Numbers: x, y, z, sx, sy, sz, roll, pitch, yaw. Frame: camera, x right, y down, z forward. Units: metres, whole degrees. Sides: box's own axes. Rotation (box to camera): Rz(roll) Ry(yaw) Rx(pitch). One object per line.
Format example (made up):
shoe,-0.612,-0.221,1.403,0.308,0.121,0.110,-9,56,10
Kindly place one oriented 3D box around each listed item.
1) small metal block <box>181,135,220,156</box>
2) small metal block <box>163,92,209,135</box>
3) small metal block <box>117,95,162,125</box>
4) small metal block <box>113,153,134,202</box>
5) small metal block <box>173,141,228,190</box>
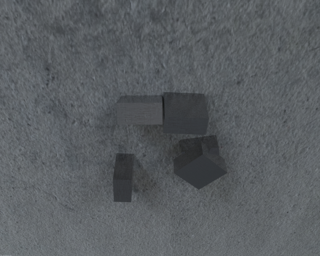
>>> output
small metal block,0.058,0.040,0.442,0.050,0.025,0.050,-8,130,6
small metal block,0.029,-0.018,0.376,0.050,0.050,0.025,2,130,-3
small metal block,-0.023,-0.022,0.368,0.050,0.050,0.025,0,105,0
small metal block,-0.053,0.072,0.452,0.025,0.050,0.050,3,130,-3
small metal block,0.054,0.052,0.419,0.050,0.025,0.050,37,121,-27
